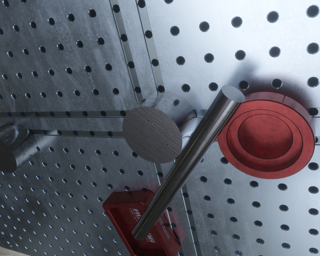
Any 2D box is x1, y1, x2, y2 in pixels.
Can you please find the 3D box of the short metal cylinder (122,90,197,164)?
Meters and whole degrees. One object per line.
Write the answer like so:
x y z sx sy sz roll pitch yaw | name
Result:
0.000 -0.002 0.394 0.080 0.050 0.079 13 124 21 | short metal cylinder

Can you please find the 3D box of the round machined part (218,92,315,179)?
0.117 0.005 0.341 0.098 0.042 0.097 13 124 21 | round machined part

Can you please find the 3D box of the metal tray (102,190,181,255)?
-0.031 0.169 0.528 0.090 0.030 0.129 -12 113 33 | metal tray

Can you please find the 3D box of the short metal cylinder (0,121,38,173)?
-0.271 0.034 0.560 0.080 0.050 0.079 13 124 21 | short metal cylinder

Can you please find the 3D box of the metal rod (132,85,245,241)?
0.019 0.067 0.395 0.025 0.025 0.298 33 131 7 | metal rod
